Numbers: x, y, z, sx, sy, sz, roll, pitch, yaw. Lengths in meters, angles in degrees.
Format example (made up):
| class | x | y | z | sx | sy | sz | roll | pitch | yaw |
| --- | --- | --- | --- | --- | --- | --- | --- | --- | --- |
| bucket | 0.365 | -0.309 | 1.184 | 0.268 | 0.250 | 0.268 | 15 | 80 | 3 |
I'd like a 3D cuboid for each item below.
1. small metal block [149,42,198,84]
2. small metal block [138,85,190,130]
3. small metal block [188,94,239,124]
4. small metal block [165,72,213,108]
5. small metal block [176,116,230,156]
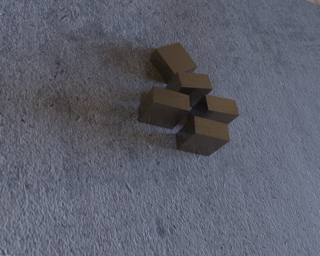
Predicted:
| class | x | y | z | sx | sy | sz | roll | pitch | yaw |
| --- | --- | --- | --- | --- | --- | --- | --- | --- | --- |
| small metal block | 0.021 | -0.100 | 0.476 | 0.050 | 0.025 | 0.050 | -26 | 76 | -37 |
| small metal block | 0.005 | -0.025 | 0.405 | 0.050 | 0.050 | 0.025 | 13 | 57 | -21 |
| small metal block | 0.074 | -0.020 | 0.439 | 0.050 | 0.050 | 0.025 | 8 | 59 | -24 |
| small metal block | 0.038 | -0.053 | 0.440 | 0.050 | 0.050 | 0.025 | 0 | 62 | -28 |
| small metal block | 0.055 | 0.012 | 0.410 | 0.050 | 0.050 | 0.025 | 13 | 57 | -21 |
